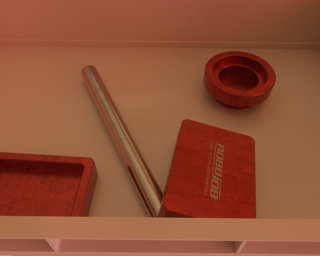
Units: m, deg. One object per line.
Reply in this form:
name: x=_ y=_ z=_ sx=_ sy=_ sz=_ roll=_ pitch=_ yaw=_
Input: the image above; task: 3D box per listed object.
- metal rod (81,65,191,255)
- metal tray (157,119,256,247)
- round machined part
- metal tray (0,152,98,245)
metal rod: x=-0.045 y=0.018 z=0.389 sx=0.025 sy=0.025 sz=0.300 roll=-20 pitch=53 yaw=-16
metal tray: x=0.056 y=0.053 z=0.340 sx=0.090 sy=0.030 sz=0.130 roll=16 pitch=45 yaw=1
round machined part: x=0.112 y=-0.065 z=0.450 sx=0.099 sy=0.042 sz=0.098 roll=0 pitch=50 yaw=0
metal tray: x=-0.143 y=0.073 z=0.338 sx=0.131 sy=0.030 sz=0.090 roll=3 pitch=50 yaw=2
